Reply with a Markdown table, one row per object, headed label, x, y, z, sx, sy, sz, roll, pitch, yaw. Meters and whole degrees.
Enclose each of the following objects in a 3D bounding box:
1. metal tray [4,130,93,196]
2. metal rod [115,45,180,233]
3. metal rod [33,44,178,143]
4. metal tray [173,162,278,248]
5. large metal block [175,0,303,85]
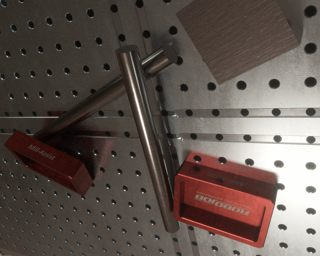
| label | x | y | z | sx | sy | sz | roll | pitch | yaw |
| --- | --- | --- | --- | --- | --- | --- | --- | --- | --- |
| metal tray | -0.182 | 0.060 | 0.515 | 0.130 | 0.030 | 0.090 | 23 | 152 | 14 |
| metal rod | -0.008 | 0.036 | 0.417 | 0.025 | 0.025 | 0.298 | 5 | 127 | 25 |
| metal rod | -0.097 | -0.032 | 0.440 | 0.299 | 0.025 | 0.025 | -26 | 105 | 36 |
| metal tray | 0.085 | 0.105 | 0.427 | 0.130 | 0.030 | 0.089 | 13 | 124 | 20 |
| large metal block | 0.076 | -0.100 | 0.293 | 0.080 | 0.050 | 0.080 | -25 | 105 | 36 |
